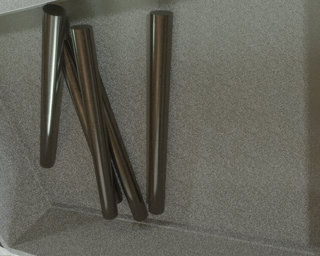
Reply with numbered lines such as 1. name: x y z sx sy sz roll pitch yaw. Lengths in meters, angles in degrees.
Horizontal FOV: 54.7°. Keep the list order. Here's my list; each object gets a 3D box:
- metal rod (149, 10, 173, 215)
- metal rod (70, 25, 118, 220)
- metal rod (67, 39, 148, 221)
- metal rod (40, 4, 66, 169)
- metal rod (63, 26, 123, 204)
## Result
1. metal rod: -0.002 0.003 0.411 0.025 0.025 0.298 15 125 20
2. metal rod: -0.085 0.013 0.427 0.025 0.025 0.298 12 124 22
3. metal rod: -0.069 0.016 0.454 0.025 0.025 0.298 -1 118 29
4. metal rod: -0.159 -0.034 0.449 0.025 0.025 0.298 31 135 8
5. metal rod: -0.105 -0.009 0.458 0.025 0.025 0.298 2 119 27
